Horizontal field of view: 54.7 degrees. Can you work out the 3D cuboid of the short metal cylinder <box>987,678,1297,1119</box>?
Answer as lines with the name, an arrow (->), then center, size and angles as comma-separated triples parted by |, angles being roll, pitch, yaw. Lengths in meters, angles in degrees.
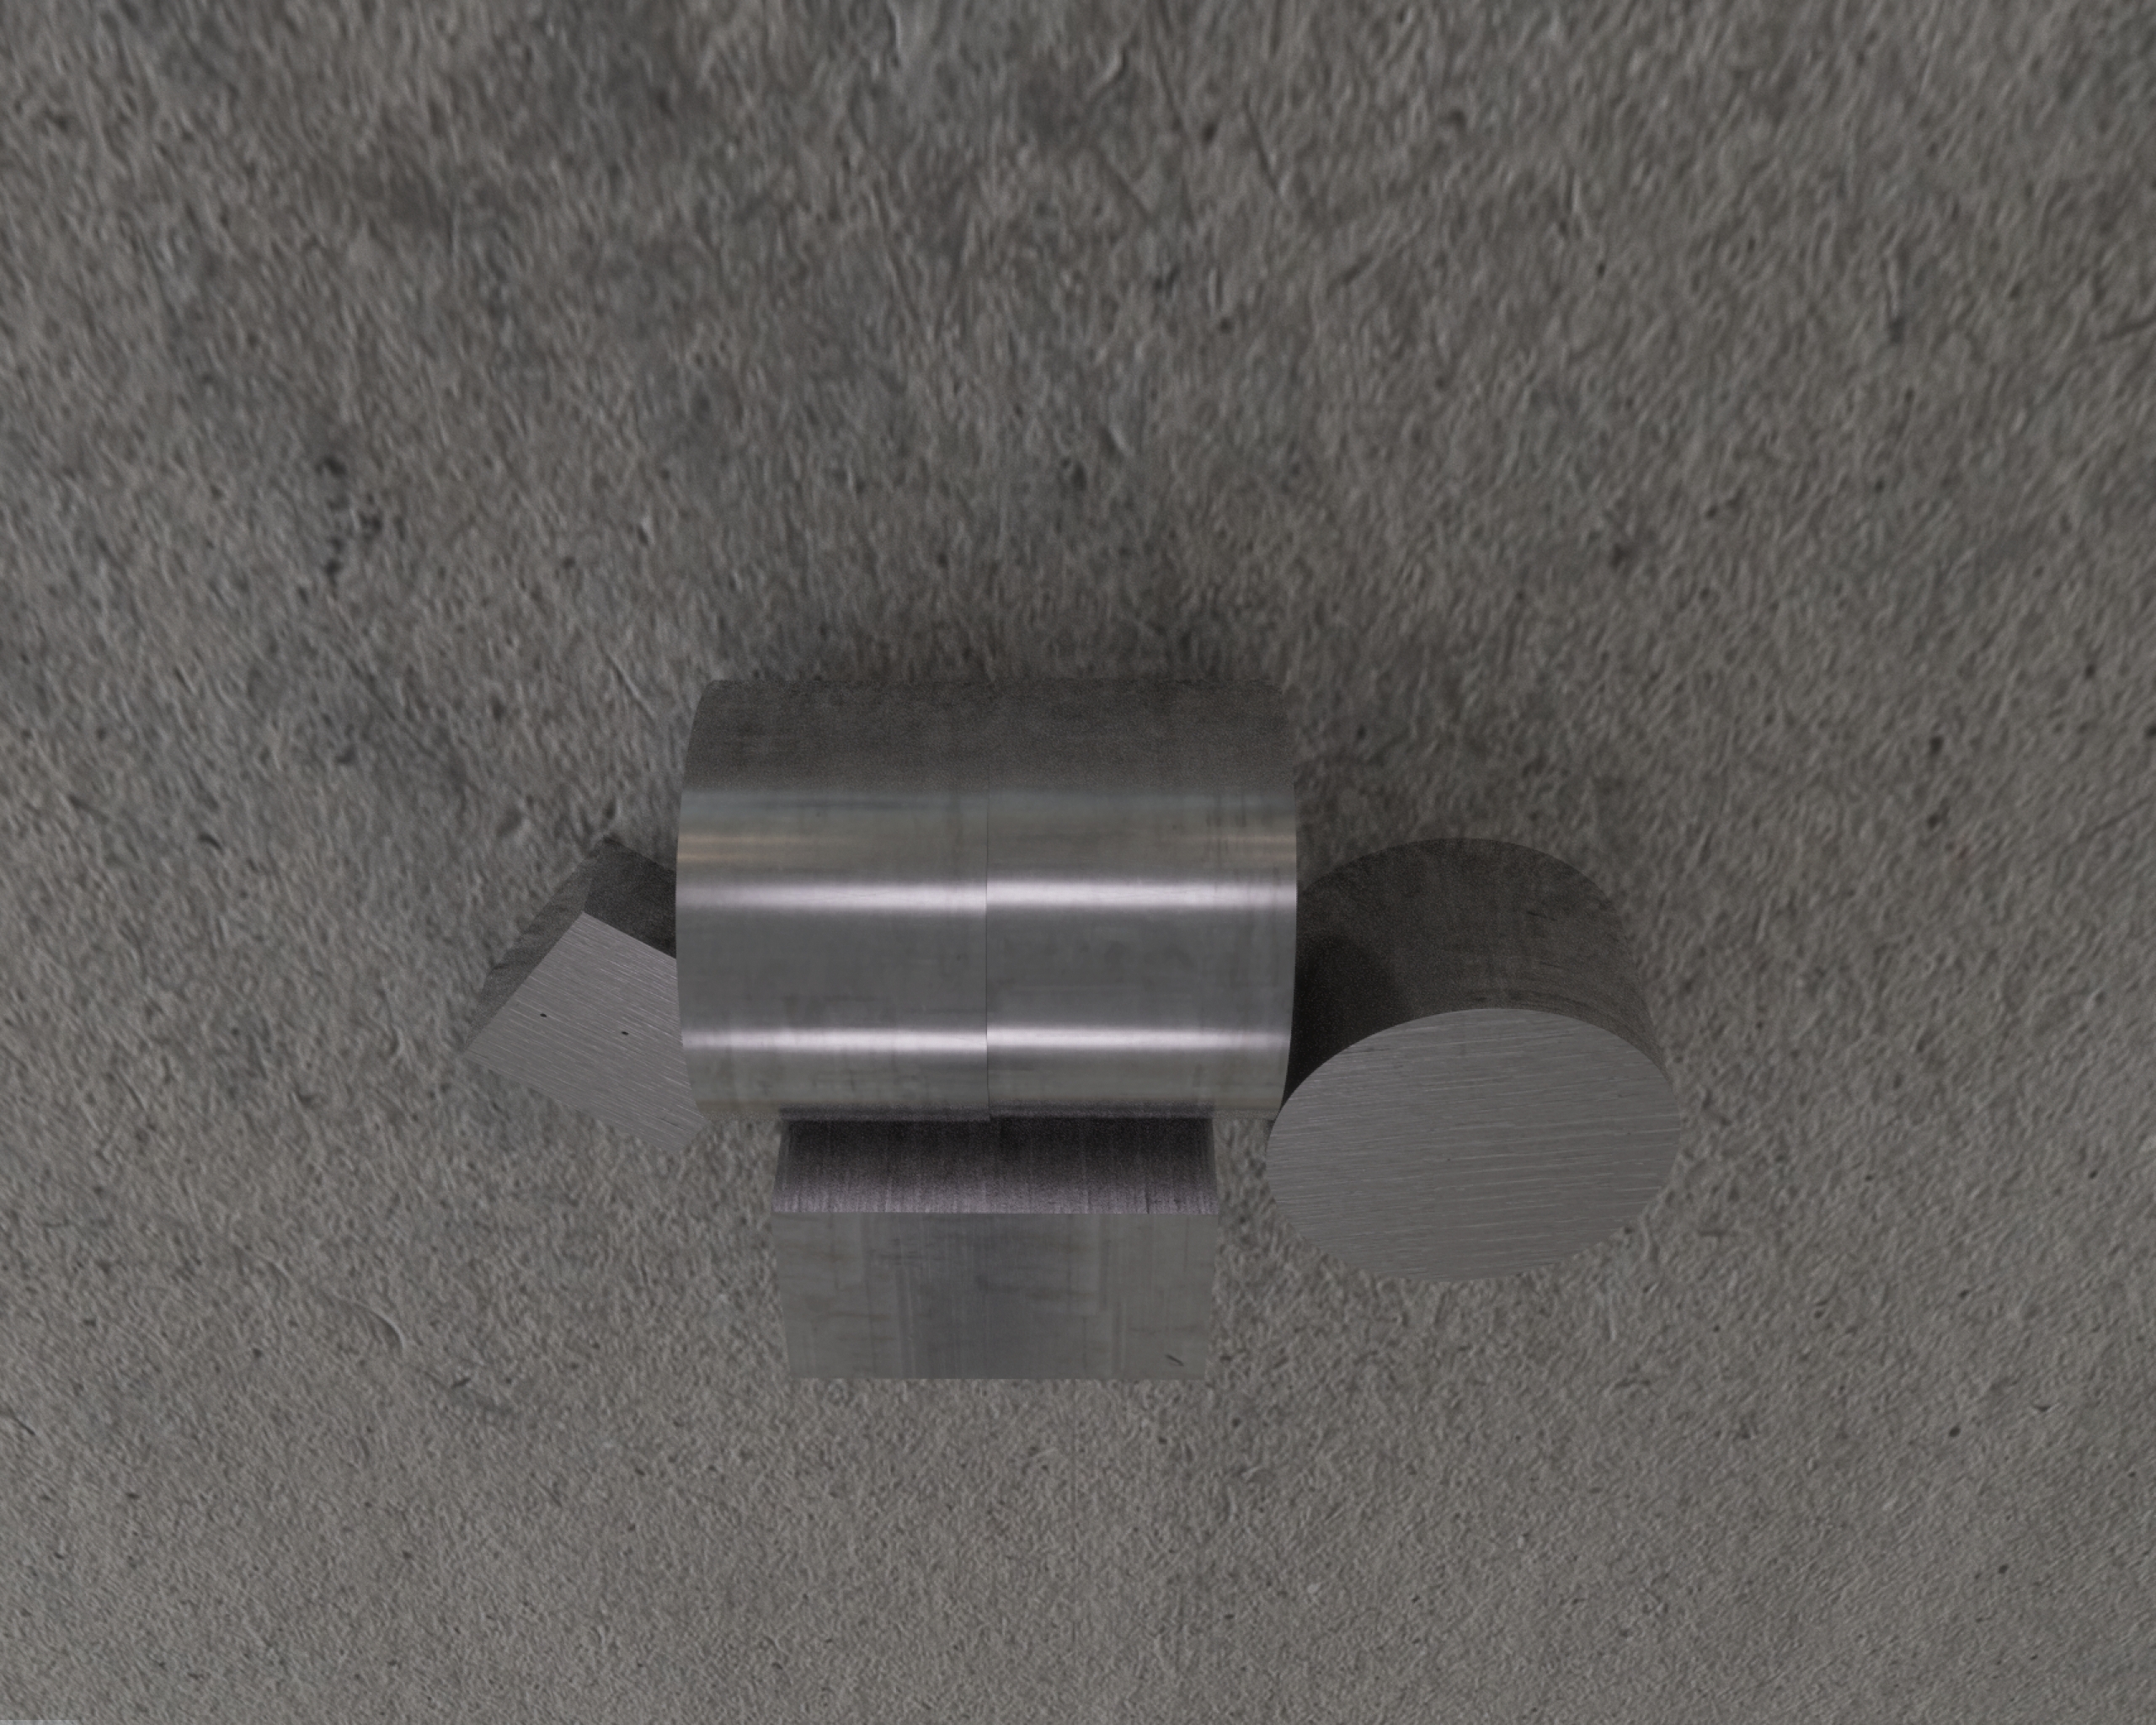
short metal cylinder -> 0.010, 0.006, 0.379 | 0.050, 0.080, 0.079 | 1, 130, -1

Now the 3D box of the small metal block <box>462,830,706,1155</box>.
small metal block -> -0.090, 0.028, 0.432 | 0.050, 0.025, 0.050 | 30, 124, -24

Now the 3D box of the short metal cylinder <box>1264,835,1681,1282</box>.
short metal cylinder -> 0.077, 0.041, 0.427 | 0.081, 0.050, 0.079 | 0, 130, 0

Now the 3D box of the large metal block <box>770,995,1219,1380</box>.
large metal block -> -0.015, 0.056, 0.421 | 0.081, 0.080, 0.050 | 1, 130, -1

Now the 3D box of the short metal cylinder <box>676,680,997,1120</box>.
short metal cylinder -> -0.040, 0.007, 0.379 | 0.050, 0.080, 0.079 | 1, 130, -1
